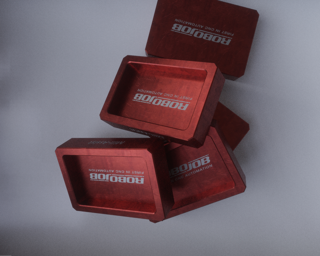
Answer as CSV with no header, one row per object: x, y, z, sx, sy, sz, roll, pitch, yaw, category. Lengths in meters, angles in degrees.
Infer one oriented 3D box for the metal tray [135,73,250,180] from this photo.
0.039,-0.006,0.410,0.130,0.030,0.090,37,90,-1,metal tray

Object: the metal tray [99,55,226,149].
0.000,-0.035,0.364,0.130,0.030,0.090,13,76,31,metal tray

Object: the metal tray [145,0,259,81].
0.054,-0.123,0.410,0.131,0.030,0.089,14,90,-1,metal tray

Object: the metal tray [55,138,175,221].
-0.054,0.058,0.368,0.130,0.030,0.089,-1,111,25,metal tray

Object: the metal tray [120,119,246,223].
0.027,0.055,0.381,0.130,0.030,0.090,-25,100,19,metal tray
